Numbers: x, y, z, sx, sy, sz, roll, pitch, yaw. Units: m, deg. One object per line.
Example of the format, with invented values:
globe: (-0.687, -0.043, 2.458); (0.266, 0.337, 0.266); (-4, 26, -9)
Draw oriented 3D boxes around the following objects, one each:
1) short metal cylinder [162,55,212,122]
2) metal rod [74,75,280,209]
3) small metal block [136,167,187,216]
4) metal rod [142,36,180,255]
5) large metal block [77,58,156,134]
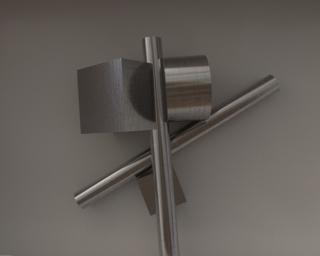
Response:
short metal cylinder: (0.031, -0.048, 0.382); (0.050, 0.080, 0.079); (-4, 90, -2)
metal rod: (0.023, 0.018, 0.410); (0.301, 0.025, 0.025); (-31, 90, -1)
small metal block: (0.002, 0.081, 0.410); (0.050, 0.025, 0.050); (-21, 90, -1)
metal rod: (0.002, 0.038, 0.384); (0.025, 0.025, 0.298); (-5, 89, -1)
large metal block: (-0.054, -0.035, 0.377); (0.080, 0.050, 0.079); (-3, 90, 40)
